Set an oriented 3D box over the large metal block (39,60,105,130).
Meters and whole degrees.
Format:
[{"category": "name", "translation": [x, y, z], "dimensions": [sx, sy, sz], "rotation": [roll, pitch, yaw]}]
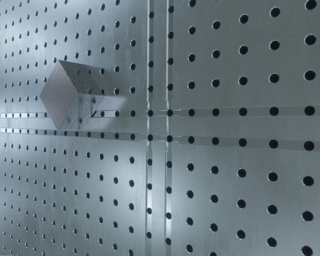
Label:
[{"category": "large metal block", "translation": [-0.148, -0.054, 0.517], "dimensions": [0.080, 0.050, 0.080], "rotation": [-51, 60, 28]}]
